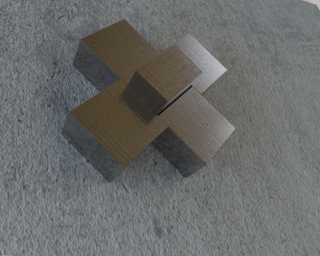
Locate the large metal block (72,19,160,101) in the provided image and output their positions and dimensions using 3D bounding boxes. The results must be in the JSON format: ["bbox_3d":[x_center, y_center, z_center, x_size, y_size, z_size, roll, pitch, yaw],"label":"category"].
[{"bbox_3d":[-0.054,-0.088,0.414,0.080,0.050,0.080,45,51,3],"label":"large metal block"}]

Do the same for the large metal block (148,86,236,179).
[{"bbox_3d":[0.039,0.005,0.408,0.080,0.050,0.080,45,51,3],"label":"large metal block"}]

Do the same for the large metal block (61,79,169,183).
[{"bbox_3d":[-0.052,0.002,0.360,0.080,0.050,0.080,45,51,3],"label":"large metal block"}]

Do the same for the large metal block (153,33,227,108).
[{"bbox_3d":[0.039,-0.083,0.462,0.080,0.050,0.080,45,51,3],"label":"large metal block"}]

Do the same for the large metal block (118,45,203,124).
[{"bbox_3d":[-0.002,-0.049,0.400,0.050,0.080,0.080,45,51,3],"label":"large metal block"}]
